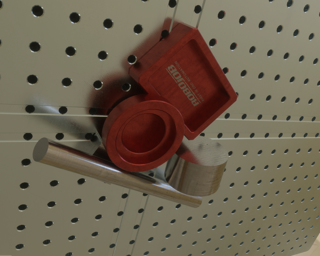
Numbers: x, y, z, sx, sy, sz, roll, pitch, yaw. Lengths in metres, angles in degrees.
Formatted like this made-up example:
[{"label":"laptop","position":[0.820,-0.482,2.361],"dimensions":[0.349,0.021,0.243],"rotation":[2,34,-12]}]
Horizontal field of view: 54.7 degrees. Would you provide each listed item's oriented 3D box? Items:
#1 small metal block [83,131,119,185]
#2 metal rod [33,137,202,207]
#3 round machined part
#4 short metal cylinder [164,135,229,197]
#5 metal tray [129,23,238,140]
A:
[{"label":"small metal block","position":[-0.072,0.039,0.398],"dimensions":[0.050,0.025,0.050],"rotation":[32,100,-39]},{"label":"metal rod","position":[-0.029,0.072,0.415],"dimensions":[0.025,0.025,0.301],"rotation":[-51,138,8]},{"label":"round machined part","position":[-0.023,0.002,0.380],"dimensions":[0.099,0.042,0.097],"rotation":[-13,123,-20]},{"label":"short metal cylinder","position":[0.050,0.050,0.434],"dimensions":[0.081,0.080,0.050],"rotation":[-4,120,-27]},{"label":"metal tray","position":[0.035,-0.054,0.394],"dimensions":[0.090,0.030,0.130],"rotation":[-43,129,0]}]
